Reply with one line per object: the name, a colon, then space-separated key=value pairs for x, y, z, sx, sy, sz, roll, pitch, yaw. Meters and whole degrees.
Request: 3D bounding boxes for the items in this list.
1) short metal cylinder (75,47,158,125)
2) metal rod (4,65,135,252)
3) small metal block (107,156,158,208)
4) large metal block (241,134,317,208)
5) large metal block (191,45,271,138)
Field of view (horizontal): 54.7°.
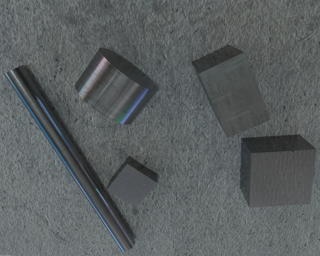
short metal cylinder: x=-0.050 y=-0.049 z=0.362 sx=0.080 sy=0.080 sz=0.050 roll=35 pitch=106 yaw=-12
metal rod: x=-0.115 y=0.054 z=0.428 sx=0.025 sy=0.025 sz=0.299 roll=-25 pitch=109 yaw=8
small metal block: x=-0.039 y=0.076 z=0.438 sx=0.050 sy=0.025 sz=0.050 roll=35 pitch=106 yaw=-12
large metal block: x=0.156 y=0.057 z=0.419 sx=0.080 sy=0.050 sz=0.079 roll=-4 pitch=110 yaw=1
large metal block: x=0.080 y=-0.046 z=0.364 sx=0.050 sy=0.080 sz=0.080 roll=-25 pitch=108 yaw=9
